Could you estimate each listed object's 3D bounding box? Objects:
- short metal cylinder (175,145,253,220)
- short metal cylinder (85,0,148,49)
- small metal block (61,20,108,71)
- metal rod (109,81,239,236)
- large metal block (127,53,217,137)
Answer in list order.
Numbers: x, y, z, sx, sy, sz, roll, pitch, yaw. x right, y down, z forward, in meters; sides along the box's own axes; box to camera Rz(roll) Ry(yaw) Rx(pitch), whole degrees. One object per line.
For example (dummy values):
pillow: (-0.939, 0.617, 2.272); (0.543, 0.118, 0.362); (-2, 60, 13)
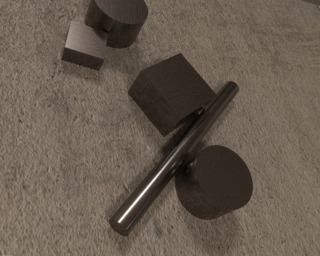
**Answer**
short metal cylinder: (0.066, 0.068, 0.384); (0.081, 0.050, 0.080); (14, 56, -21)
short metal cylinder: (-0.064, -0.165, 0.455); (0.081, 0.050, 0.080); (14, 56, -21)
small metal block: (-0.101, -0.111, 0.418); (0.050, 0.025, 0.050); (14, 56, -21)
metal rod: (0.038, 0.018, 0.414); (0.025, 0.025, 0.301); (43, 51, 1)
large metal block: (0.017, -0.047, 0.427); (0.081, 0.050, 0.080); (-33, 81, -38)
